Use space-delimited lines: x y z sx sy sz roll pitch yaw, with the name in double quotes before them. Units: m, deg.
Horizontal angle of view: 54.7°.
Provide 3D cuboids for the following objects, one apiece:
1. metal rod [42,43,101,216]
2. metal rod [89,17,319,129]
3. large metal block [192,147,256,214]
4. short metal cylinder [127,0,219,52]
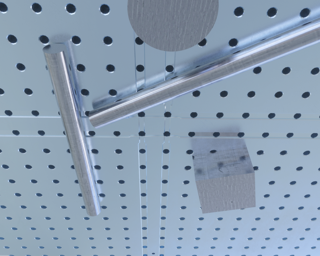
"metal rod" -0.114 0.027 0.432 0.025 0.025 0.298 -1 130 0
"metal rod" 0.051 -0.060 0.360 0.301 0.025 0.025 -20 128 16
"large metal block" 0.096 0.080 0.465 0.080 0.050 0.080 -10 130 7
"short metal cylinder" 0.011 -0.120 0.293 0.081 0.050 0.079 0 130 0
